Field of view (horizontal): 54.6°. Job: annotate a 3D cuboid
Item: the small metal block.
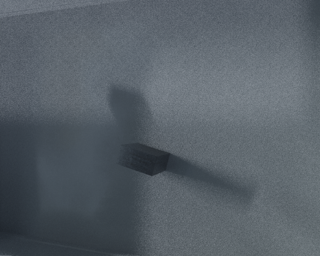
[{"bbox_3d":[-0.021,0.040,0.405,0.050,0.050,0.025,16,96,19],"label":"small metal block"}]
